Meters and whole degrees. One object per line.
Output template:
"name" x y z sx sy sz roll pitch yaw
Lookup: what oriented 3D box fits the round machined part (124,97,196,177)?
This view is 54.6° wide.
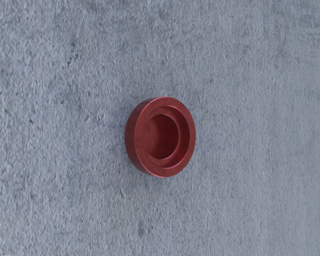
"round machined part" -0.004 0.011 0.389 0.099 0.042 0.097 0 90 -40
